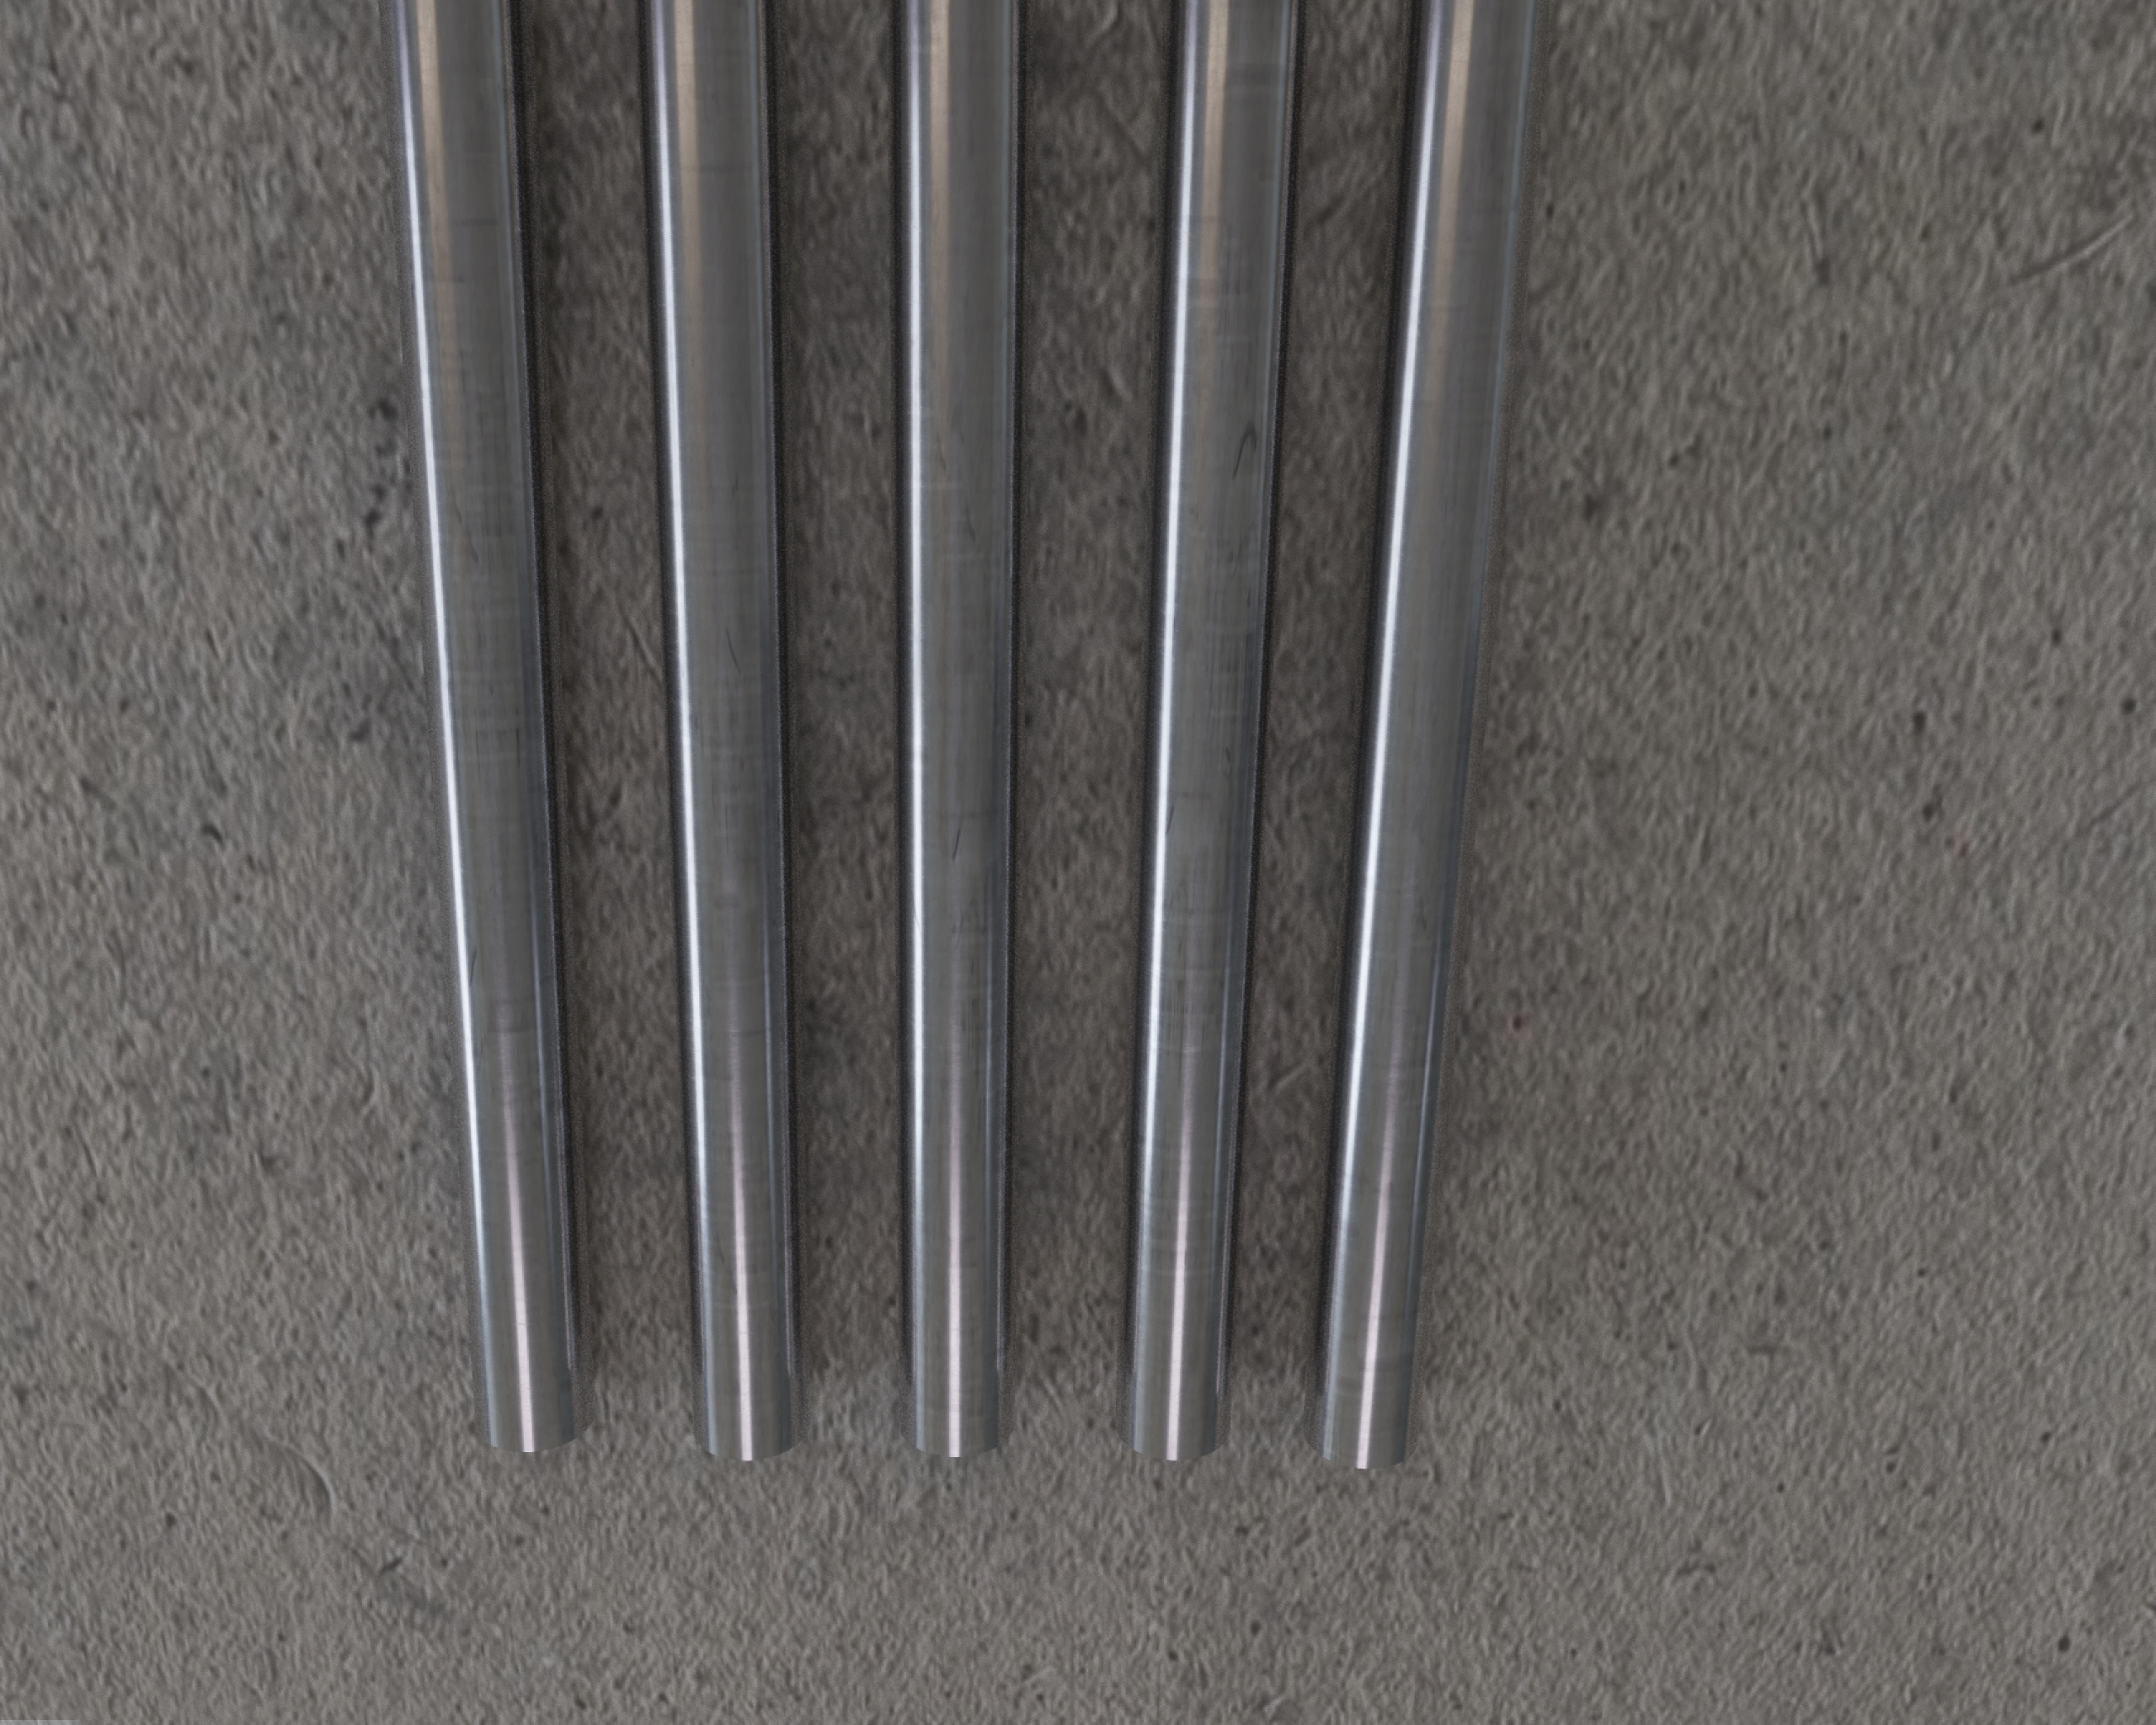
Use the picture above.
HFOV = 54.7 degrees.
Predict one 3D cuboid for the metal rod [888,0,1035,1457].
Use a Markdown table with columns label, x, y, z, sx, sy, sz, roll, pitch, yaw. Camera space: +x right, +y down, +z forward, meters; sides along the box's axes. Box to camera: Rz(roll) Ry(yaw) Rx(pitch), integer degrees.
| label | x | y | z | sx | sy | sz | roll | pitch | yaw |
| --- | --- | --- | --- | --- | --- | --- | --- | --- | --- |
| metal rod | -0.023 | -0.018 | 0.402 | 0.025 | 0.025 | 0.298 | 1 | 110 | -1 |

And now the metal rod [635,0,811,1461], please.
| label | x | y | z | sx | sy | sz | roll | pitch | yaw |
| --- | --- | --- | --- | --- | --- | --- | --- | --- | --- |
| metal rod | -0.067 | -0.017 | 0.402 | 0.025 | 0.025 | 0.298 | 1 | 110 | -1 |

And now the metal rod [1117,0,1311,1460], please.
| label | x | y | z | sx | sy | sz | roll | pitch | yaw |
| --- | --- | --- | --- | --- | --- | --- | --- | --- | --- |
| metal rod | 0.024 | -0.017 | 0.403 | 0.025 | 0.025 | 0.298 | 1 | 110 | -1 |

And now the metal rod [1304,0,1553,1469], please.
| label | x | y | z | sx | sy | sz | roll | pitch | yaw |
| --- | --- | --- | --- | --- | --- | --- | --- | --- | --- |
| metal rod | 0.065 | -0.015 | 0.404 | 0.025 | 0.025 | 0.298 | 1 | 110 | -1 |

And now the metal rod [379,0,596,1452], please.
| label | x | y | z | sx | sy | sz | roll | pitch | yaw |
| --- | --- | --- | --- | --- | --- | --- | --- | --- | --- |
| metal rod | -0.111 | -0.019 | 0.401 | 0.025 | 0.025 | 0.298 | 2 | 110 | -1 |
